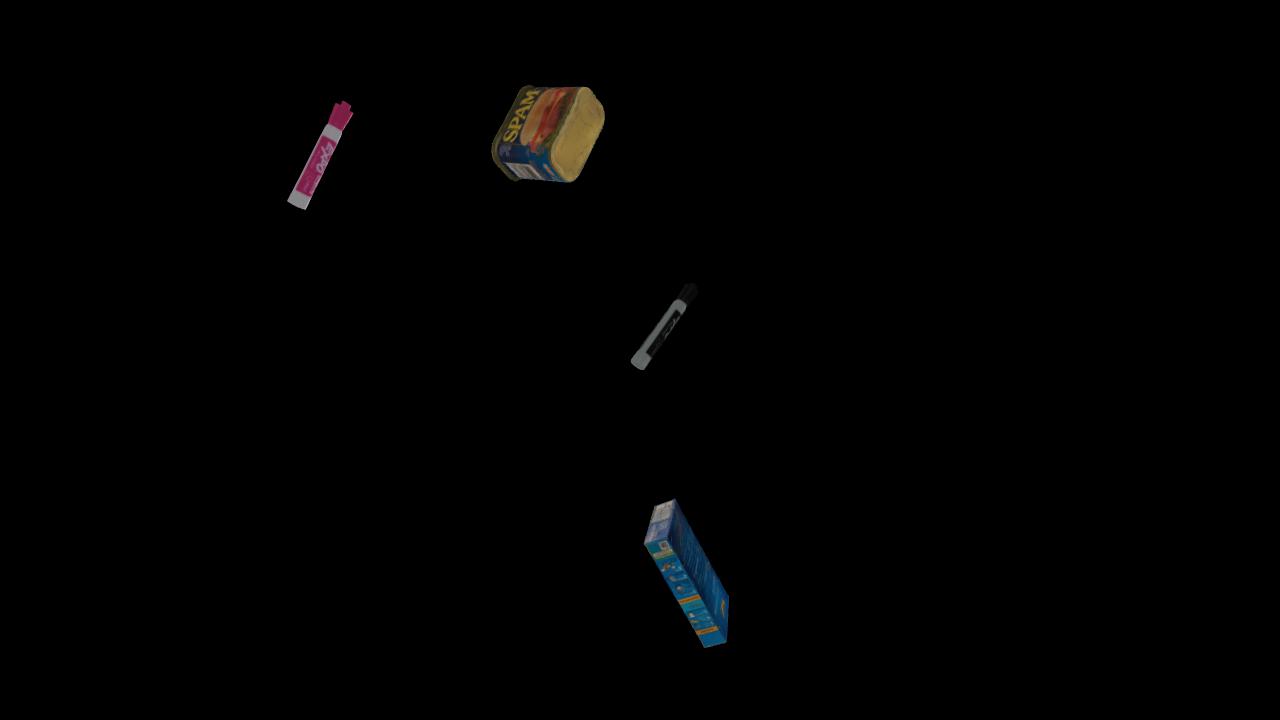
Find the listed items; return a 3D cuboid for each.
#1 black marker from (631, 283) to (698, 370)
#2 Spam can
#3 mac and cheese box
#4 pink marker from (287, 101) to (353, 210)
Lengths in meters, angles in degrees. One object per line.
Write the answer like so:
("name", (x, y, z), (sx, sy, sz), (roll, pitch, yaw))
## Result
("black marker", (0.030, -0.041, 0.704), (0.020, 0.121, 0.020), (32, -18, 11))
("Spam can", (-0.097, -0.241, 0.659), (0.085, 0.101, 0.058), (16, -14, 32))
("mac and cheese box", (0.069, 0.295, 0.856), (0.041, 0.184, 0.093), (-23, 14, 17))
("pink marker", (-0.336, -0.217, 0.649), (0.020, 0.121, 0.020), (29, 4, -2))
